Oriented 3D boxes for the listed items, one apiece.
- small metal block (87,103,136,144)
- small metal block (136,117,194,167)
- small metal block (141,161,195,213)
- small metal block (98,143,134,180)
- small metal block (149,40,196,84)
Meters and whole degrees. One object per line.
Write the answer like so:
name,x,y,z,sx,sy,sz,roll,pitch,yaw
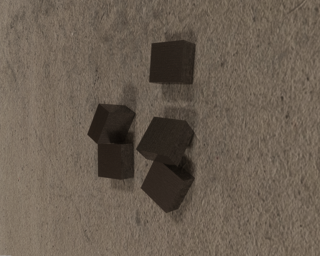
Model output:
small metal block,-0.069,-0.006,0.443,0.025,0.050,0.050,37,113,33
small metal block,0.007,0.016,0.382,0.050,0.025,0.050,9,61,39
small metal block,0.009,0.071,0.396,0.050,0.025,0.050,38,113,33
small metal block,-0.066,0.048,0.457,0.050,0.025,0.050,-1,90,39
small metal block,0.015,-0.081,0.391,0.050,0.025,0.050,7,94,39
